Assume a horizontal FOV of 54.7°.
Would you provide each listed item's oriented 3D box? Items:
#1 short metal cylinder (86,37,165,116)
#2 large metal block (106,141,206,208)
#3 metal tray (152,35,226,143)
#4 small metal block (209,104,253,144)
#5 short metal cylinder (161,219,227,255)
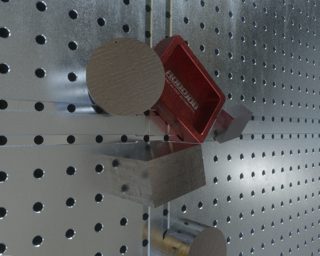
[{"bbox_3d":[-0.039,-0.053,0.339,0.081,0.050,0.079,0,92,-13],"label":"short metal cylinder"},{"bbox_3d":[-0.005,0.050,0.370,0.081,0.080,0.050,-14,99,-39],"label":"large metal block"},{"bbox_3d":[0.032,-0.051,0.432,0.130,0.030,0.090,46,63,-30],"label":"metal tray"},{"bbox_3d":[0.112,-0.007,0.486,0.050,0.025,0.050,-14,138,-39],"label":"small metal block"},{"bbox_3d":[0.048,0.173,0.434,0.081,0.050,0.079,0,90,-40],"label":"short metal cylinder"}]
